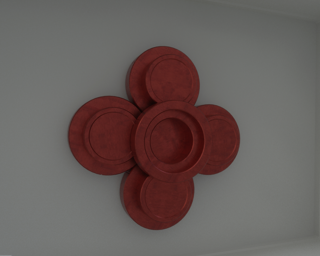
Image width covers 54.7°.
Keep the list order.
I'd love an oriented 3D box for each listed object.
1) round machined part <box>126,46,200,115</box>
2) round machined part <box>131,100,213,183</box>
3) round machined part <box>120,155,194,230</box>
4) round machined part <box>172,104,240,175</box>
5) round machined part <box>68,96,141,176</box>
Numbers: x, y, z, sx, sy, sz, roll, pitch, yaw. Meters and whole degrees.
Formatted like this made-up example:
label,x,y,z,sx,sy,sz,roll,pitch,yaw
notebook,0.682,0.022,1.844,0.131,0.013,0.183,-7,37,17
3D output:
label,x,y,z,sx,sy,sz,roll,pitch,yaw
round machined part,0.008,-0.058,0.401,0.099,0.042,0.097,0,90,-20
round machined part,0.011,0.016,0.381,0.099,0.042,0.097,0,90,-20
round machined part,0.001,0.083,0.400,0.099,0.042,0.097,1,88,-21
round machined part,0.069,0.016,0.424,0.099,0.042,0.097,0,90,-20
round machined part,-0.060,0.009,0.377,0.099,0.042,0.097,0,90,-20
